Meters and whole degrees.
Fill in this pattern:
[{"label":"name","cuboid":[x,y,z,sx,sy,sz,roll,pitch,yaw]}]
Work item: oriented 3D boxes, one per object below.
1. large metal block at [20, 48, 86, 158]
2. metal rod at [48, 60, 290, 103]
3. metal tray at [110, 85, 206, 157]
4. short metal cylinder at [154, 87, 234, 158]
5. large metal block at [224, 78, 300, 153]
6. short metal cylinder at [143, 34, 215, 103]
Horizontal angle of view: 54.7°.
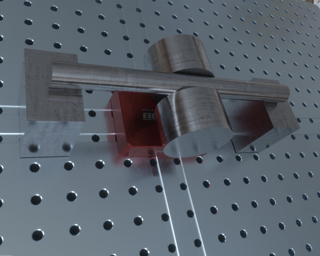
[{"label":"large metal block","cuboid":[-0.116,-0.023,0.322,0.050,0.080,0.080,1,62,-28]},{"label":"metal rod","cuboid":[0.034,-0.048,0.352,0.303,0.025,0.025,0,62,-28]},{"label":"metal tray","cuboid":[0.006,-0.010,0.414,0.131,0.030,0.090,1,61,-28]},{"label":"short metal cylinder","cuboid":[0.038,-0.004,0.357,0.081,0.080,0.050,1,62,-28]},{"label":"large metal block","cuboid":[0.144,-0.017,0.459,0.050,0.080,0.080,1,62,-28]},{"label":"short metal cylinder","cuboid":[0.023,-0.071,0.390,0.081,0.080,0.050,1,62,-28]}]
